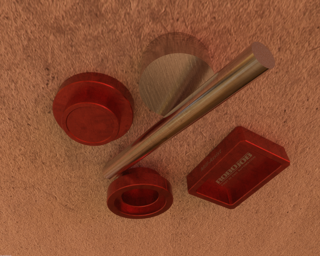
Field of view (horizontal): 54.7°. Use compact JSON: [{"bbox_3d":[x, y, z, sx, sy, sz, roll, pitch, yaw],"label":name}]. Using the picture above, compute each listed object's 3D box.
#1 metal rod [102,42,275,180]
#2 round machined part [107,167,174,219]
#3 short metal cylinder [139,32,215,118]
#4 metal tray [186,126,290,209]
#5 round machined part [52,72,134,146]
[{"bbox_3d":[0.003,0.004,0.351,0.025,0.025,0.299,26,144,-21],"label":"metal rod"},{"bbox_3d":[-0.030,0.096,0.473,0.099,0.042,0.097,-4,136,-3],"label":"round machined part"},{"bbox_3d":[0.018,-0.058,0.342,0.081,0.050,0.079,-1,130,0],"label":"short metal cylinder"},{"bbox_3d":[0.112,0.064,0.460,0.090,0.030,0.129,24,126,-20],"label":"metal tray"},{"bbox_3d":[-0.082,-0.016,0.382,0.099,0.042,0.097,-1,130,0],"label":"round machined part"}]
